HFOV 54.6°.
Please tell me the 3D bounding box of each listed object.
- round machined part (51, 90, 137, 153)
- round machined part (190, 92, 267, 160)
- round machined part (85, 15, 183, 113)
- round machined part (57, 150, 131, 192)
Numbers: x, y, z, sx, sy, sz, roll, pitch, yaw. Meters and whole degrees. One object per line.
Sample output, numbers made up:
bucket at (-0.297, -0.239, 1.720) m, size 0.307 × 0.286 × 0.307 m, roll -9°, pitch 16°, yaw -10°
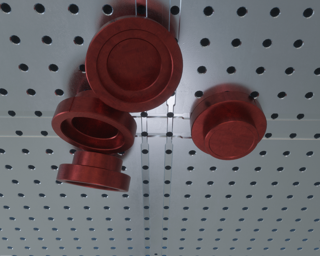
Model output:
round machined part at (-0.076, -0.010, 0.378) m, size 0.098 × 0.042 × 0.098 m, roll 7°, pitch 149°, yaw 4°
round machined part at (0.090, 0.004, 0.405) m, size 0.099 × 0.042 × 0.097 m, roll 0°, pitch 130°, yaw 0°
round machined part at (-0.028, -0.069, 0.330) m, size 0.099 × 0.042 × 0.097 m, roll -4°, pitch 116°, yaw -8°
round machined part at (-0.089, 0.060, 0.431) m, size 0.098 × 0.042 × 0.098 m, roll 8°, pitch 164°, yaw 3°
